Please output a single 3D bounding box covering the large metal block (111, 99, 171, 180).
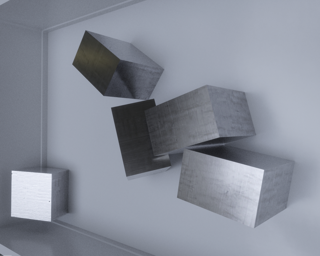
[{"bbox_3d":[-0.024,0.018,0.384,0.080,0.050,0.080,109,148,-77],"label":"large metal block"}]

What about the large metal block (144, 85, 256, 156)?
[{"bbox_3d":[0.044,-0.005,0.335,0.080,0.081,0.050,-20,78,38],"label":"large metal block"}]

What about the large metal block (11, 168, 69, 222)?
[{"bbox_3d":[-0.211,0.114,0.547,0.080,0.050,0.079,2,91,17],"label":"large metal block"}]

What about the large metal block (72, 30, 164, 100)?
[{"bbox_3d":[-0.056,-0.082,0.417,0.080,0.081,0.050,43,116,31],"label":"large metal block"}]

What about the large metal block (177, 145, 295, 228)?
[{"bbox_3d":[0.076,0.051,0.308,0.080,0.081,0.050,13,98,39],"label":"large metal block"}]
